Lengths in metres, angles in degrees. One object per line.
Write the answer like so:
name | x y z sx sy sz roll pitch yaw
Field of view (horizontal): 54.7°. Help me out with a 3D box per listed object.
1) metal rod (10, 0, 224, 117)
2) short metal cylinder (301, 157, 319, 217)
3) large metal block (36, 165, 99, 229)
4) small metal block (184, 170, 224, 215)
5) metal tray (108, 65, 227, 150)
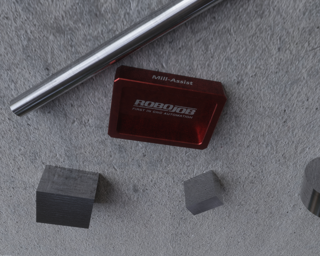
metal rod | -0.047 -0.085 0.333 0.300 0.025 0.025 -25 126 19
short metal cylinder | 0.250 0.087 0.449 0.080 0.080 0.050 -7 130 5
large metal block | -0.143 0.108 0.481 0.081 0.050 0.079 11 129 -10
small metal block | 0.066 0.099 0.477 0.050 0.050 0.025 -27 125 20
metal tray | 0.006 -0.022 0.385 0.131 0.030 0.089 8 130 -8
